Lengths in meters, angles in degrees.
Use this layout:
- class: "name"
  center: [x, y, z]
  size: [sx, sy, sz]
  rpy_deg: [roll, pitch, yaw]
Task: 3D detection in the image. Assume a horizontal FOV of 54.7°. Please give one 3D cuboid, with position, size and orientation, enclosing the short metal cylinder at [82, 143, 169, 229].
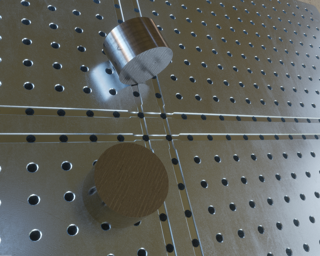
- class: "short metal cylinder"
  center: [-0.038, 0.063, 0.335]
  size: [0.081, 0.050, 0.080]
  rpy_deg: [14, 56, -21]

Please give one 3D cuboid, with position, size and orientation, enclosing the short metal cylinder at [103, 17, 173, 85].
- class: "short metal cylinder"
  center: [-0.030, -0.103, 0.421]
  size: [0.081, 0.080, 0.050]
  rpy_deg: [-18, 72, -35]
